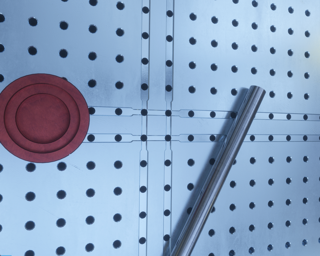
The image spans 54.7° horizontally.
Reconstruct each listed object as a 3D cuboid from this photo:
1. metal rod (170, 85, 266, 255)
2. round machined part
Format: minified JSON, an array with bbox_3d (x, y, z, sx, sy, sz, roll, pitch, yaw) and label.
[{"bbox_3d":[0.080,0.074,0.442,0.025,0.025,0.299,30,80,-18],"label":"metal rod"},{"bbox_3d":[-0.133,-0.011,0.354,0.099,0.042,0.097,0,90,-20],"label":"round machined part"}]
